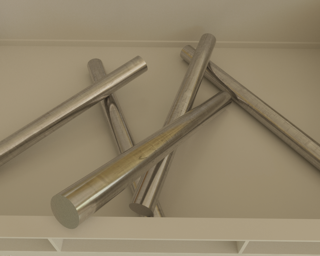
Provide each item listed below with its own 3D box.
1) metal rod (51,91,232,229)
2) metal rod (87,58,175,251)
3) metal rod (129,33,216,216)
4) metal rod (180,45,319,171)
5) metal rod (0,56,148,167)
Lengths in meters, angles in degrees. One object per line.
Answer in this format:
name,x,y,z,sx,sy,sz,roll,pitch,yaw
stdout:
metal rod,0.015,0.007,0.320,0.025,0.025,0.302,27,30,21
metal rod,-0.050,0.008,0.397,0.025,0.025,0.300,-16,52,-13
metal rod,0.029,-0.029,0.395,0.025,0.025,0.301,14,51,12
metal rod,0.131,-0.032,0.432,0.025,0.025,0.300,-29,56,-22
metal rod,-0.139,-0.006,0.387,0.301,0.025,0.025,-37,59,-19
